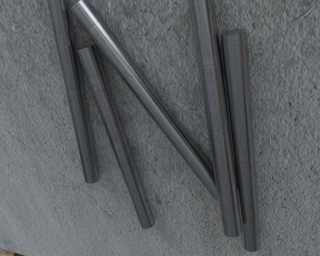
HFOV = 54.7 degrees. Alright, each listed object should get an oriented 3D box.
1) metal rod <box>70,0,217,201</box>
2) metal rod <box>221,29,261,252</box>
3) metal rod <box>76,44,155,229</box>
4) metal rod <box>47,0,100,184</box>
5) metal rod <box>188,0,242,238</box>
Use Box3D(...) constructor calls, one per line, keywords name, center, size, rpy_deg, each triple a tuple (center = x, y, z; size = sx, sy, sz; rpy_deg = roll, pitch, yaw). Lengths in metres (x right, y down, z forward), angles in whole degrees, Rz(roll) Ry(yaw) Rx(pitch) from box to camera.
Box3D(name="metal rod", center=(-0.006, -0.028, 0.392), size=(0.025, 0.025, 0.300), rpy_deg=(-30, 102, 38))
Box3D(name="metal rod", center=(0.102, 0.035, 0.374), size=(0.025, 0.025, 0.298), rpy_deg=(2, 120, 27))
Box3D(name="metal rod", center=(-0.057, 0.028, 0.453), size=(0.025, 0.025, 0.298), rpy_deg=(-1, 118, 29))
Box3D(name="metal rod", center=(-0.119, -0.043, 0.443), size=(0.025, 0.025, 0.298), rpy_deg=(11, 123, 22))
Box3D(name="metal rod", center=(0.067, 0.000, 0.356), size=(0.025, 0.025, 0.298), rpy_deg=(0, 114, 28))
